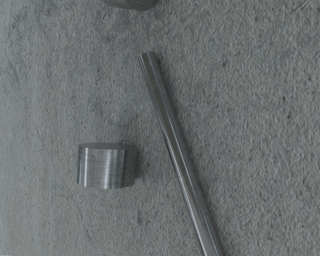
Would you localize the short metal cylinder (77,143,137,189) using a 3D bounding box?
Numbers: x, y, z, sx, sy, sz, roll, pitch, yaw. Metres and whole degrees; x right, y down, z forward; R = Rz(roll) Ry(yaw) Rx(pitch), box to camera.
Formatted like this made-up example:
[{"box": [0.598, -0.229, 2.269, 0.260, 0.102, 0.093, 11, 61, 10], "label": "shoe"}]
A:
[{"box": [-0.073, 0.050, 0.430, 0.080, 0.081, 0.050, 6, 94, 40], "label": "short metal cylinder"}]

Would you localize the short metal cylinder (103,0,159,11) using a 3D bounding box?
[{"box": [-0.039, -0.196, 0.401, 0.050, 0.081, 0.079, 23, 105, 37], "label": "short metal cylinder"}]

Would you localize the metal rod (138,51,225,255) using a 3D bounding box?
[{"box": [0.027, 0.041, 0.382, 0.025, 0.025, 0.299, -29, 72, 36], "label": "metal rod"}]
